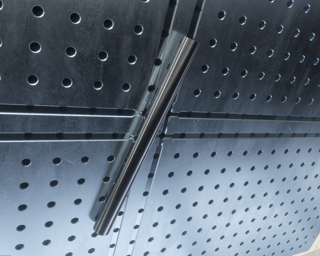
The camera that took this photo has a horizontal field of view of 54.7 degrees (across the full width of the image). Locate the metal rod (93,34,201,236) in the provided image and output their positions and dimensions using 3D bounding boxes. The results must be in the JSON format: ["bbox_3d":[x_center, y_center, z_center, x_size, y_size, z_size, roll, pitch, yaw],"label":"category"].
[{"bbox_3d":[-0.025,0.022,0.412,0.025,0.025,0.298,13,112,-34],"label":"metal rod"}]
